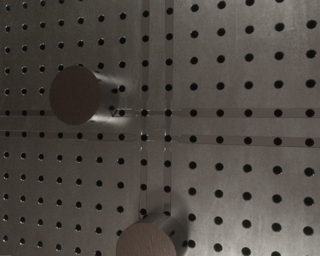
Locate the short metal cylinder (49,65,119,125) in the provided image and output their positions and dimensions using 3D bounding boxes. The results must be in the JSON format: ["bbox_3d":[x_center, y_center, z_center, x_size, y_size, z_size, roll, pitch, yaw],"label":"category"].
[{"bbox_3d":[-0.106,-0.044,0.435,0.080,0.050,0.079,0,90,19],"label":"short metal cylinder"}]

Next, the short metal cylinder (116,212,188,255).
[{"bbox_3d":[-0.009,0.156,0.402,0.080,0.050,0.079,0,90,19],"label":"short metal cylinder"}]
